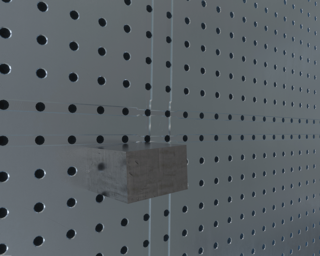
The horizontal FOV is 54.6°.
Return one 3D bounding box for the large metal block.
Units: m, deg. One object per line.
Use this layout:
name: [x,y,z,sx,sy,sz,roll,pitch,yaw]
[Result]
large metal block: [-0.026,0.045,0.351,0.081,0.080,0.050,-3,93,-40]
